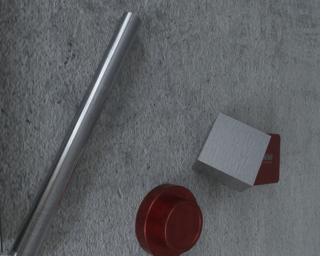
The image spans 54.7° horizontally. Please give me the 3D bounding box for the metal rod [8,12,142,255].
[{"bbox_3d":[-0.085,0.002,0.334,0.025,0.025,0.299,33,69,-36],"label":"metal rod"}]

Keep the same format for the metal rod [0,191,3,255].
[{"bbox_3d":[-0.159,-0.036,0.271,0.025,0.025,0.298,-3,92,-40],"label":"metal rod"}]

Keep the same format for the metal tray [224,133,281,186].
[{"bbox_3d":[0.163,0.053,0.541,0.131,0.030,0.089,4,88,-40],"label":"metal tray"}]

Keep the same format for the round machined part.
[{"bbox_3d":[0.019,0.126,0.412,0.099,0.042,0.097,0,90,-40],"label":"round machined part"}]

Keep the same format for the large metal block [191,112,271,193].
[{"bbox_3d":[0.102,0.036,0.451,0.080,0.050,0.080,26,68,5],"label":"large metal block"}]
